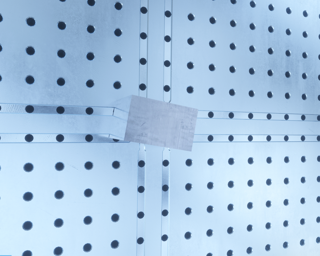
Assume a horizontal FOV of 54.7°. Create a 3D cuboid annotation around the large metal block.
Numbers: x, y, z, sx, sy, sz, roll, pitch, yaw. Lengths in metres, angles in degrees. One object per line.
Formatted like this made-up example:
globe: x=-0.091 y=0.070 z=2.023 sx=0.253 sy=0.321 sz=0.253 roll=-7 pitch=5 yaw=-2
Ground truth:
large metal block: x=-0.011 y=-0.005 z=0.380 sx=0.081 sy=0.080 sz=0.050 roll=11 pitch=87 yaw=-20
